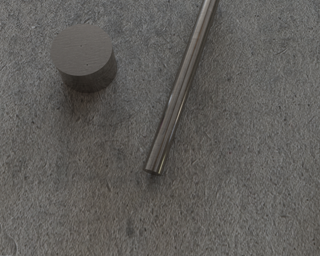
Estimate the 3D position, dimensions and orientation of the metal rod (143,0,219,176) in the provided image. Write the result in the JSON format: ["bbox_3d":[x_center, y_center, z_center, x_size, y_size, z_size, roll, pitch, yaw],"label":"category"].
[{"bbox_3d":[0.037,-0.078,0.436,0.025,0.025,0.299,17,71,6],"label":"metal rod"}]

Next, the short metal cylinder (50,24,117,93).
[{"bbox_3d":[-0.103,-0.095,0.429,0.081,0.050,0.080,0,70,0],"label":"short metal cylinder"}]
